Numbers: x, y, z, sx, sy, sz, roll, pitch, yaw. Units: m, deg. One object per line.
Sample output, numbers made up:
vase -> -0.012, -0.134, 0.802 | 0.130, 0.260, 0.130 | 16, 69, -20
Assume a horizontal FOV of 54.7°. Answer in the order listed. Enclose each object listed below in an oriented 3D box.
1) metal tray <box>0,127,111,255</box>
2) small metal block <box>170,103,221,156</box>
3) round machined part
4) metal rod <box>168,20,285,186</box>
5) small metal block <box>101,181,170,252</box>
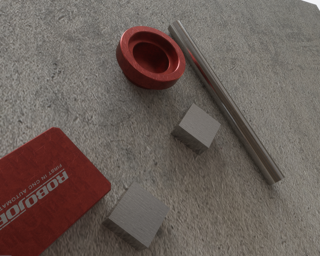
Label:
metal tray -> -0.123, 0.068, 0.293 | 0.090, 0.030, 0.131 | 47, 51, 4
small metal block -> 0.050, 0.001, 0.432 | 0.050, 0.025, 0.050 | 38, 51, -4
round machined part -> -0.016, -0.094, 0.443 | 0.099, 0.042, 0.098 | 14, 56, -21
metal rod -> 0.097, -0.048, 0.487 | 0.025, 0.025, 0.299 | -20, 72, -36
small metal block -> -0.025, 0.095, 0.334 | 0.050, 0.025, 0.050 | 38, 51, -3
